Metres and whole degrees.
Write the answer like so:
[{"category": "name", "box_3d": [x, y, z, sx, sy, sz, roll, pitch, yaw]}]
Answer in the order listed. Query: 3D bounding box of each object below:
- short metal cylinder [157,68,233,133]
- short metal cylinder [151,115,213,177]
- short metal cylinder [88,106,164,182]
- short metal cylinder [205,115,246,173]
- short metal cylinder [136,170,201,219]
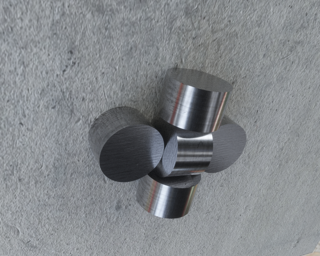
[{"category": "short metal cylinder", "box_3d": [0.041, -0.036, 0.373, 0.081, 0.080, 0.050, 0, 119, -28]}, {"category": "short metal cylinder", "box_3d": [0.023, 0.022, 0.399, 0.050, 0.080, 0.079, 0, 118, -29]}, {"category": "short metal cylinder", "box_3d": [-0.042, 0.019, 0.381, 0.081, 0.050, 0.079, -14, 124, -22]}, {"category": "short metal cylinder", "box_3d": [0.075, 0.017, 0.443, 0.081, 0.050, 0.079, -14, 125, -21]}, {"category": "short metal cylinder", "box_3d": [0.011, 0.078, 0.428, 0.081, 0.080, 0.050, 0, 118, -28]}]
